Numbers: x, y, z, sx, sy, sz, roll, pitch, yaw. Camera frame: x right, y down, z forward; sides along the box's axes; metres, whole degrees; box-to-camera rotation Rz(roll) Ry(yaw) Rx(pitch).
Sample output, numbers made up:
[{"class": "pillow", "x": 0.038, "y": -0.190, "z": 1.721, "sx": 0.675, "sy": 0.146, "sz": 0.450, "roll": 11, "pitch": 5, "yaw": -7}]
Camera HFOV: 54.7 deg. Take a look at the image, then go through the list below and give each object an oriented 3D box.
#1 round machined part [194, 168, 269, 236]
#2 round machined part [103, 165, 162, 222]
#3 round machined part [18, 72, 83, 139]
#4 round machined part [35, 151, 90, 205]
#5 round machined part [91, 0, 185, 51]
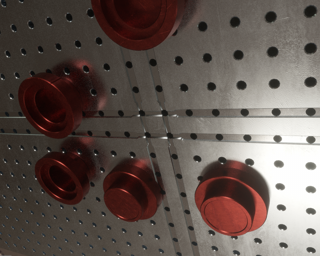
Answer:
[{"class": "round machined part", "x": 0.093, "y": 0.105, "z": 0.416, "sx": 0.098, "sy": 0.042, "sz": 0.097, "roll": 13, "pitch": 124, "yaw": 20}, {"class": "round machined part", "x": -0.049, "y": 0.110, "z": 0.493, "sx": 0.098, "sy": 0.042, "sz": 0.097, "roll": 13, "pitch": 124, "yaw": 20}, {"class": "round machined part", "x": -0.155, "y": -0.036, "z": 0.457, "sx": 0.098, "sy": 0.042, "sz": 0.097, "roll": 13, "pitch": 124, "yaw": 20}, {"class": "round machined part", "x": -0.161, "y": 0.081, "z": 0.533, "sx": 0.098, "sy": 0.042, "sz": 0.097, "roll": 13, "pitch": 124, "yaw": 20}, {"class": "round machined part", "x": -0.020, "y": -0.135, "z": 0.326, "sx": 0.098, "sy": 0.042, "sz": 0.097, "roll": 13, "pitch": 124, "yaw": 20}]
